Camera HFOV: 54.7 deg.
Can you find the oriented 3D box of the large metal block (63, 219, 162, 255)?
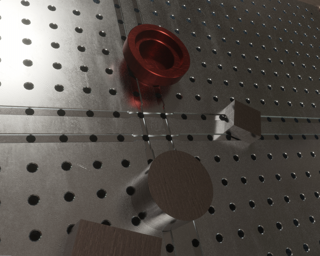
[{"bbox_3d":[-0.049,0.138,0.283,0.081,0.050,0.080,20,54,-17],"label":"large metal block"}]

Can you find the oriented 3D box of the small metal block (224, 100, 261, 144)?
[{"bbox_3d":[0.130,-0.010,0.486,0.050,0.025,0.050,22,53,-15],"label":"small metal block"}]

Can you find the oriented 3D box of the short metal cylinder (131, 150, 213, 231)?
[{"bbox_3d":[0.013,0.072,0.357,0.081,0.050,0.080,14,56,-21],"label":"short metal cylinder"}]

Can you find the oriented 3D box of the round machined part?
[{"bbox_3d":[-0.008,-0.102,0.456,0.099,0.042,0.098,14,56,-21],"label":"round machined part"}]
